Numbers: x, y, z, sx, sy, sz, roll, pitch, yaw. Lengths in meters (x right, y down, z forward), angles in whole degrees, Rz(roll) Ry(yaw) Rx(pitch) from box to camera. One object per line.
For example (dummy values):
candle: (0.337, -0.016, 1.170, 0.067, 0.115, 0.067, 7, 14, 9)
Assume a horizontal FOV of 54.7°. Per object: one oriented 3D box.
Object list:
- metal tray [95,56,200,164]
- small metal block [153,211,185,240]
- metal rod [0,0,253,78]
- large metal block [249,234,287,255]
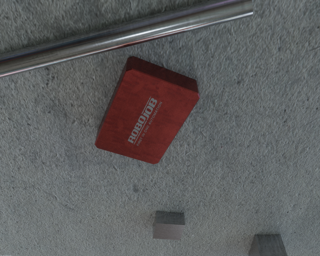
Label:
metal tray: (-0.020, -0.016, 0.390, 0.091, 0.030, 0.129, 18, 128, -16)
small metal block: (0.015, 0.176, 0.558, 0.050, 0.025, 0.050, 6, 130, -6)
metal rod: (-0.058, -0.093, 0.326, 0.301, 0.025, 0.025, -11, 129, 9)
large metal block: (0.211, 0.264, 0.599, 0.050, 0.080, 0.079, -2, 130, 1)
